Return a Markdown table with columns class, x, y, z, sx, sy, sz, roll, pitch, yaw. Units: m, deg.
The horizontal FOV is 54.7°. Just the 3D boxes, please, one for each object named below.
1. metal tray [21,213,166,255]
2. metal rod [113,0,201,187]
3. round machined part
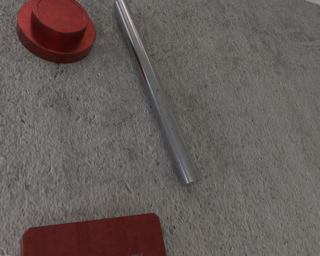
| class | x | y | z | sx | sy | sz | roll | pitch | yaw |
| --- | --- | --- | --- | --- | --- | --- | --- | --- | --- |
| metal tray | -0.057 | 0.134 | 0.288 | 0.131 | 0.030 | 0.090 | 1 | 61 | -28 |
| metal rod | -0.011 | -0.062 | 0.435 | 0.025 | 0.025 | 0.299 | -8 | 66 | -32 |
| round machined part | -0.132 | -0.136 | 0.405 | 0.099 | 0.042 | 0.098 | 14 | 56 | -21 |
